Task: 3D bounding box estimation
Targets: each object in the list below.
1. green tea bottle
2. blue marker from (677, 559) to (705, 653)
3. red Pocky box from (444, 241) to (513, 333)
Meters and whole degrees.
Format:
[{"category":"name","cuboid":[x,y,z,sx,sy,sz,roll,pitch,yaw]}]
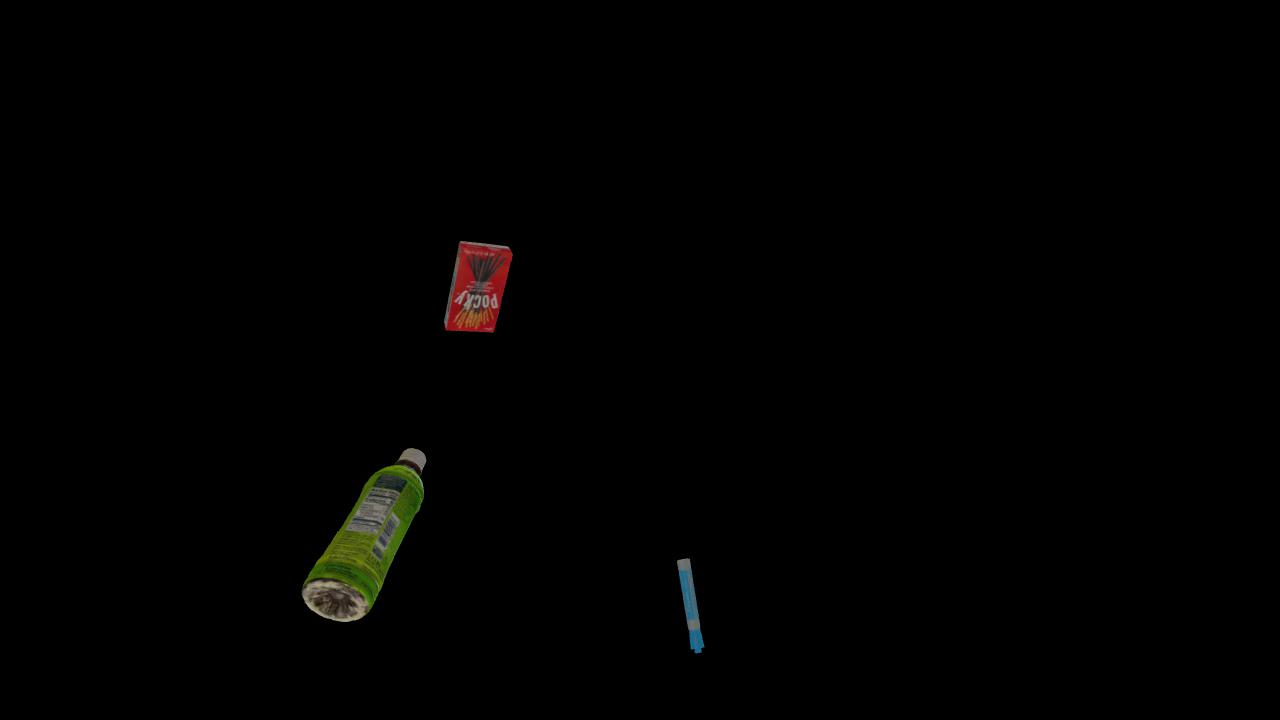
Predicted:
[{"category":"green tea bottle","cuboid":[-0.288,0.178,0.683,0.073,0.073,0.212,0,33,7]},{"category":"blue marker","cuboid":[0.070,0.337,0.847,0.020,0.121,0.020,-7,-25,-3]},{"category":"red Pocky box","cuboid":[-0.262,-0.114,0.994,0.083,0.155,0.028,0,37,-32]}]
